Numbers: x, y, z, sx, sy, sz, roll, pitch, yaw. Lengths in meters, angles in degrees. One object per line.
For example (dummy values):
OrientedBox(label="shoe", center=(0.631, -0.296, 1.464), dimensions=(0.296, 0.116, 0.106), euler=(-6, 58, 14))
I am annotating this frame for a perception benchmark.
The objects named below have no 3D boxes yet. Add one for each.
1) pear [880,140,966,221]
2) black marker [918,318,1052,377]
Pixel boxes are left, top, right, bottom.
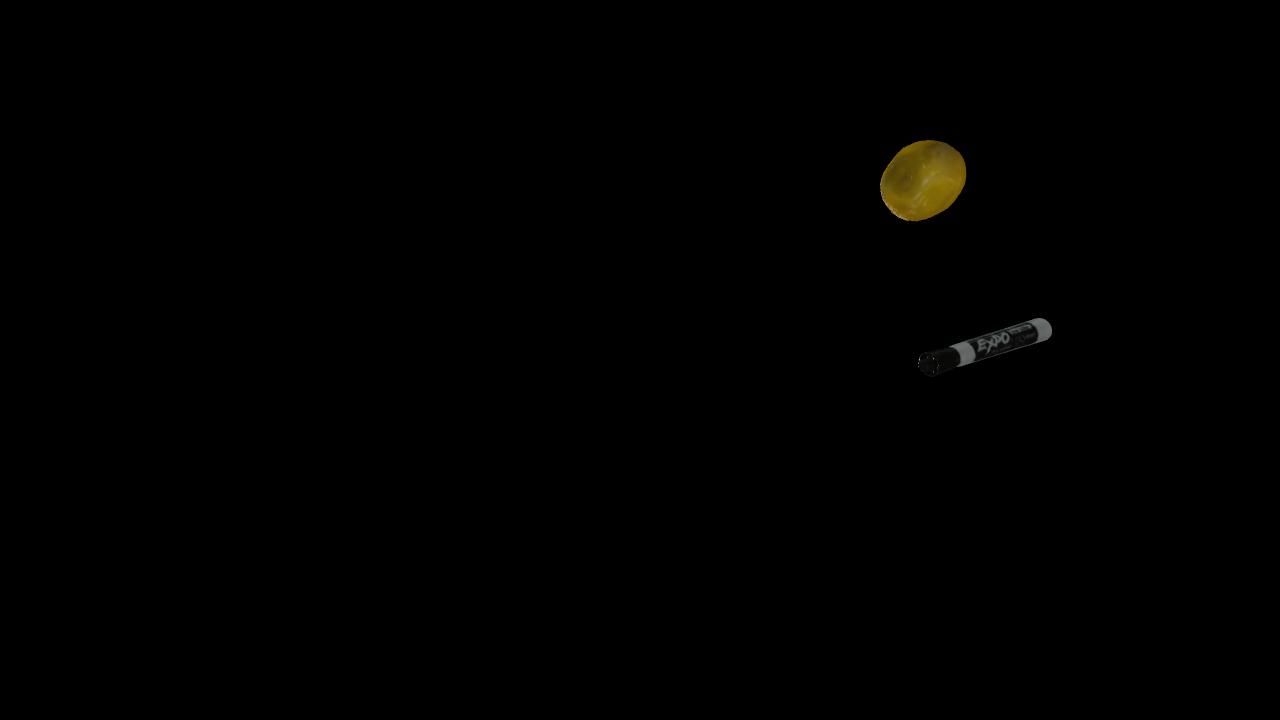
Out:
OrientedBox(label="pear", center=(0.305, -0.181, 0.632), dimensions=(0.111, 0.080, 0.080), euler=(-6, 3, -31))
OrientedBox(label="black marker", center=(0.260, -0.010, 0.464), dimensions=(0.121, 0.020, 0.020), euler=(-15, 5, -19))
